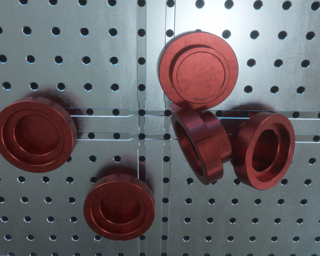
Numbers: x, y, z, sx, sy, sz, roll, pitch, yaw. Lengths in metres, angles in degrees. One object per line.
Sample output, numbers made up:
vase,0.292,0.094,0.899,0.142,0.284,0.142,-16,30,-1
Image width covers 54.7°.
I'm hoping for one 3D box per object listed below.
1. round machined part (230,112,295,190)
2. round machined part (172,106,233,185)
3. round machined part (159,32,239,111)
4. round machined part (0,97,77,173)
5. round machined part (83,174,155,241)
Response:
round machined part,0.127,0.027,0.400,0.099,0.042,0.097,-10,107,-34
round machined part,0.054,0.018,0.384,0.042,0.098,0.098,-24,109,-8
round machined part,0.048,-0.067,0.380,0.099,0.042,0.097,0,110,-1
round machined part,-0.158,0.006,0.404,0.099,0.042,0.097,0,110,-1
round machined part,-0.056,0.108,0.444,0.099,0.042,0.097,0,110,-1
